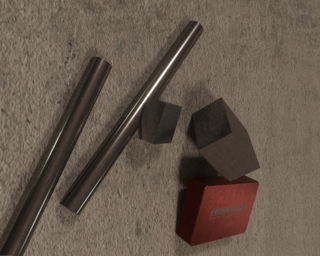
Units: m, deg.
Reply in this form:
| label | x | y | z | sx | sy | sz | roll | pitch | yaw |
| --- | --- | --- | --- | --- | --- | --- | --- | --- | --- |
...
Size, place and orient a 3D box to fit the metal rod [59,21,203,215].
| label | x | y | z | sx | sy | sz | roll | pitch | yaw |
| --- | --- | --- | --- | --- | --- | --- | --- | --- | --- |
| metal rod | -0.022 | -0.030 | 0.387 | 0.025 | 0.025 | 0.300 | 48 | 62 | -30 |

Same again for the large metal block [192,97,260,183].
| label | x | y | z | sx | sy | sz | roll | pitch | yaw |
| --- | --- | --- | --- | --- | --- | --- | --- | --- | --- |
| large metal block | 0.093 | 0.017 | 0.445 | 0.080 | 0.050 | 0.080 | 45 | 26 | -31 |

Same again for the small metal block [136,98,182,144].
| label | x | y | z | sx | sy | sz | roll | pitch | yaw |
| --- | --- | --- | --- | --- | --- | --- | --- | --- | --- |
| small metal block | 0.000 | -0.008 | 0.387 | 0.050 | 0.025 | 0.050 | 2 | 106 | -64 |

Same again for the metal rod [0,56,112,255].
| label | x | y | z | sx | sy | sz | roll | pitch | yaw |
| --- | --- | --- | --- | --- | --- | --- | --- | --- | --- |
| metal rod | -0.118 | 0.060 | 0.306 | 0.025 | 0.025 | 0.299 | 34 | 69 | -35 |

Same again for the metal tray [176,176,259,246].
| label | x | y | z | sx | sy | sz | roll | pitch | yaw |
| --- | --- | --- | --- | --- | --- | --- | --- | --- | --- |
| metal tray | 0.090 | 0.119 | 0.466 | 0.131 | 0.030 | 0.089 | 5 | 101 | -40 |
